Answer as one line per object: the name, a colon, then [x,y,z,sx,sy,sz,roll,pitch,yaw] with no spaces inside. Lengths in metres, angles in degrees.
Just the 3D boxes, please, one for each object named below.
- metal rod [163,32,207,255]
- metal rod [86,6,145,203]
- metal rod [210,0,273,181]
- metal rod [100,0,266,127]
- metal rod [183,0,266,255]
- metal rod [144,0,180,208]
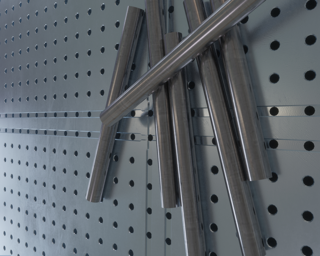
metal rod: [0.031,0.030,0.384,0.025,0.025,0.299,-10,84,40]
metal rod: [-0.070,-0.027,0.468,0.025,0.025,0.298,24,105,37]
metal rod: [0.079,-0.092,0.344,0.025,0.025,0.299,-17,79,39]
metal rod: [0.026,-0.084,0.354,0.299,0.025,0.025,-35,68,34]
metal rod: [0.070,-0.010,0.352,0.025,0.025,0.299,-19,78,38]
metal rod: [0.002,-0.048,0.408,0.025,0.025,0.299,-8,85,40]
